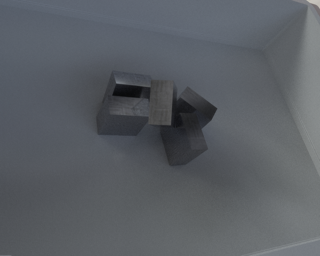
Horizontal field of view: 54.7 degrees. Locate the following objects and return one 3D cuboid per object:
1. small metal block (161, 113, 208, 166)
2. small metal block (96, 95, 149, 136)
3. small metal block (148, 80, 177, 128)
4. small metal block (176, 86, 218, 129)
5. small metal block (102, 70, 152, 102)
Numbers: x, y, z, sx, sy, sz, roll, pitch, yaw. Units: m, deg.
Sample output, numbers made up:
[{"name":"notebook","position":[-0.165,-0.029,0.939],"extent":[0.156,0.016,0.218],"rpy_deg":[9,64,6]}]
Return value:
[{"name":"small metal block","position":[0.029,0.015,0.395],"extent":[0.025,0.050,0.050],"rpy_deg":[0,62,-33]},{"name":"small metal block","position":[-0.045,-0.013,0.373],"extent":[0.050,0.050,0.025],"rpy_deg":[3,61,-27]},{"name":"small metal block","position":[0.005,-0.027,0.366],"extent":[0.025,0.050,0.050],"rpy_deg":[3,87,8]},{"name":"small metal block","position":[0.041,-0.021,0.424],"extent":[0.050,0.050,0.025],"rpy_deg":[36,51,-4]},{"name":"small metal block","position":[-0.040,-0.042,0.390],"extent":[0.050,0.050,0.025],"rpy_deg":[3,45,-27]}]
